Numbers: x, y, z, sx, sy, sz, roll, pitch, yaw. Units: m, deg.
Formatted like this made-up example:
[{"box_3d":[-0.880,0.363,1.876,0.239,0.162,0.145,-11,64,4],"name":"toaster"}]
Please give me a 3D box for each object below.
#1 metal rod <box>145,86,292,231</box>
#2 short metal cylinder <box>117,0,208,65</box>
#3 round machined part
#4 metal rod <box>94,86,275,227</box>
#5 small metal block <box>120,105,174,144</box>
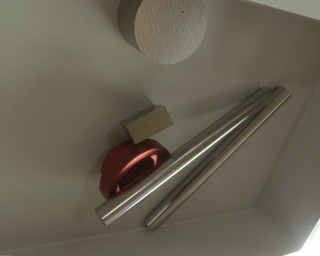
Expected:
[{"box_3d":[0.090,0.049,0.490,0.300,0.025,0.025,-45,130,3],"name":"metal rod"},{"box_3d":[0.002,-0.113,0.325,0.081,0.050,0.079,-14,125,-21],"name":"short metal cylinder"},{"box_3d":[-0.036,0.053,0.400,0.099,0.042,0.097,-31,142,-27],"name":"round machined part"},{"box_3d":[0.048,0.025,0.409,0.302,0.025,0.025,-34,130,-23],"name":"metal rod"},{"box_3d":[-0.018,-0.006,0.377,0.050,0.050,0.025,-27,101,-11],"name":"small metal block"}]
